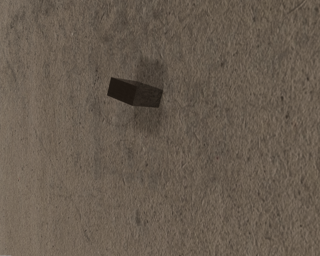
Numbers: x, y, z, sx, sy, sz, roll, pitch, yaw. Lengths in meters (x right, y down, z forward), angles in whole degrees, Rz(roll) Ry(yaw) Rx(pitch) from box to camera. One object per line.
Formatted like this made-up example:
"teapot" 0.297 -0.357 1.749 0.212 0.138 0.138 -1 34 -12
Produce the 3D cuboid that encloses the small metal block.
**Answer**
"small metal block" -0.033 -0.047 0.414 0.050 0.050 0.025 24 105 37
